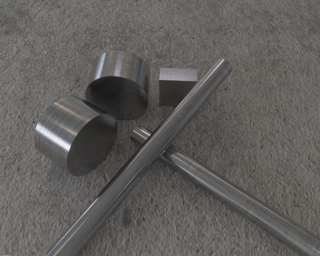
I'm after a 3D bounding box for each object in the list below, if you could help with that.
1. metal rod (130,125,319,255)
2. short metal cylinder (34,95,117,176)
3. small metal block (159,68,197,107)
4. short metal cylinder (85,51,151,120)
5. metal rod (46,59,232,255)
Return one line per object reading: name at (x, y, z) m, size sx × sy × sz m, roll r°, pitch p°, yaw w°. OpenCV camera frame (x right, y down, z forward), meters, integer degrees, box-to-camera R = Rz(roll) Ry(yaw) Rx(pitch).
metal rod at (0.088, 0.079, 0.337) m, size 0.300 × 0.025 × 0.025 m, roll 32°, pitch 57°, yaw 23°
short metal cylinder at (-0.095, 0.009, 0.360) m, size 0.050 × 0.080 × 0.080 m, roll 28°, pitch 56°, yaw 21°
small metal block at (0.025, -0.056, 0.434) m, size 0.050 × 0.050 × 0.025 m, roll 2°, pitch 50°, yaw 2°
short metal cylinder at (-0.054, -0.055, 0.414) m, size 0.080 × 0.080 × 0.050 m, roll 2°, pitch 50°, yaw 1°
metal rod at (-0.007, 0.023, 0.353) m, size 0.025 × 0.025 × 0.301 m, roll 31°, pitch 66°, yaw 23°
